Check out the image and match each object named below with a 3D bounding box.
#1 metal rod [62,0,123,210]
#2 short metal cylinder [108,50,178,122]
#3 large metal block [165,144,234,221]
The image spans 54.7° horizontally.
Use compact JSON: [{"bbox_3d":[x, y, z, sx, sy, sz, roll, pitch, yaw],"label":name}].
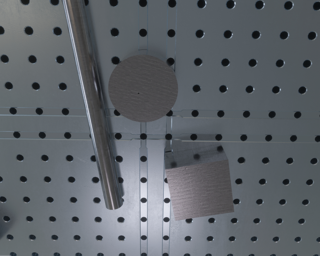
[{"bbox_3d":[-0.085,-0.026,0.402,0.025,0.025,0.298,-7,110,2],"label":"metal rod"},{"bbox_3d":[-0.019,-0.053,0.380,0.081,0.050,0.079,0,110,0],"label":"short metal cylinder"},{"bbox_3d":[0.053,0.074,0.428,0.080,0.050,0.079,-10,110,3],"label":"large metal block"}]
